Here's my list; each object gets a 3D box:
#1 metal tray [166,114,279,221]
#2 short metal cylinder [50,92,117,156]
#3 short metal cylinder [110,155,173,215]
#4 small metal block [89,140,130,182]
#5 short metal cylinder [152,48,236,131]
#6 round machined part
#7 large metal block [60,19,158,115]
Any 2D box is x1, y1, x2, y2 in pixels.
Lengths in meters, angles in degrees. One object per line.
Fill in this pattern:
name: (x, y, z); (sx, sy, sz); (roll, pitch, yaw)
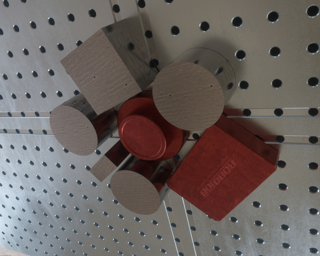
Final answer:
metal tray: (0.076, 0.055, 0.401); (0.090, 0.030, 0.129); (35, 129, 5)
short metal cylinder: (-0.110, -0.007, 0.448); (0.080, 0.050, 0.079); (13, 124, 21)
short metal cylinder: (-0.026, 0.080, 0.458); (0.080, 0.050, 0.079); (13, 124, 21)
small metal block: (-0.071, 0.047, 0.460); (0.025, 0.050, 0.050); (45, 129, -3)
short metal cylinder: (0.039, -0.043, 0.347); (0.080, 0.050, 0.079); (13, 124, 21)
round machined part: (-0.015, 0.004, 0.410); (0.098, 0.042, 0.097); (13, 124, 21)
large metal block: (-0.061, -0.073, 0.382); (0.080, 0.050, 0.080); (-23, 106, 36)
